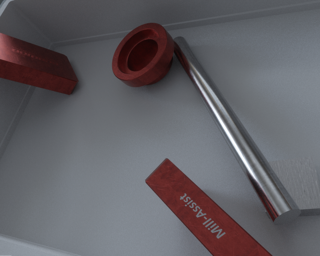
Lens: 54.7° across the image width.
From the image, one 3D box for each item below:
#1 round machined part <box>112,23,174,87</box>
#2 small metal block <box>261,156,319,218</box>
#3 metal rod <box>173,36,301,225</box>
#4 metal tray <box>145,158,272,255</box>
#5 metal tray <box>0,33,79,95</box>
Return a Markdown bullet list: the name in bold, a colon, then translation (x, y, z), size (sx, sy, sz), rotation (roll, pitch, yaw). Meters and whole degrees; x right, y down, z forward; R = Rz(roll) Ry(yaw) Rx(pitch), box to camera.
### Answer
- **round machined part**: translation (-0.020, -0.103, 0.461), size (0.098, 0.042, 0.098), rotation (-16, 58, 29)
- **small metal block**: translation (0.128, 0.059, 0.303), size (0.050, 0.025, 0.050), rotation (-10, 57, 22)
- **metal rod**: translation (0.068, -0.026, 0.365), size (0.025, 0.025, 0.300), rotation (-30, 46, 9)
- **metal tray**: translation (0.051, 0.090, 0.281), size (0.030, 0.090, 0.130), rotation (-46, 52, -4)
- **metal tray**: translation (-0.210, -0.106, 0.511), size (0.030, 0.131, 0.090), rotation (-54, 47, 24)
